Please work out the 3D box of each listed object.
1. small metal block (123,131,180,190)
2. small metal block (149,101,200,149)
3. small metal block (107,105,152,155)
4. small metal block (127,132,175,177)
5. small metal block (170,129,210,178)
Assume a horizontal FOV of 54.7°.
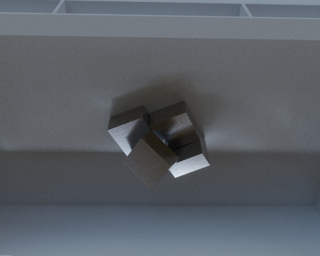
[{"bbox_3d":[-0.011,0.041,0.393,0.050,0.025,0.050,43,124,9],"label":"small metal block"},{"bbox_3d":[0.019,-0.002,0.406,0.050,0.025,0.050,-20,128,15],"label":"small metal block"},{"bbox_3d":[-0.033,0.004,0.410,0.050,0.025,0.050,-20,128,15],"label":"small metal block"},{"bbox_3d":[-0.012,0.039,0.440,0.050,0.025,0.050,-20,128,15],"label":"small metal block"},{"bbox_3d":[0.036,0.033,0.419,0.050,0.050,0.025,-23,127,17],"label":"small metal block"}]
